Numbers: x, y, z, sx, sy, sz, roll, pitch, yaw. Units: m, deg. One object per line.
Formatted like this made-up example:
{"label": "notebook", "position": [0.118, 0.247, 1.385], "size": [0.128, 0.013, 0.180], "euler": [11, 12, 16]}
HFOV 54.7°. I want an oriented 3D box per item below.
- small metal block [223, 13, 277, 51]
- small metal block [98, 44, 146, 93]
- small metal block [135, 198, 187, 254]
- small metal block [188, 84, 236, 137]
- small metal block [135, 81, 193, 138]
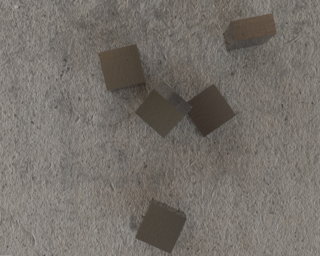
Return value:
{"label": "small metal block", "position": [0.114, -0.122, 0.398], "size": [0.050, 0.050, 0.025], "euler": [-11, 90, 0]}
{"label": "small metal block", "position": [-0.049, -0.078, 0.409], "size": [0.050, 0.025, 0.050], "euler": [-13, 90, 0]}
{"label": "small metal block", "position": [0.001, 0.129, 0.410], "size": [0.050, 0.025, 0.050], "euler": [24, 90, 0]}
{"label": "small metal block", "position": [0.063, -0.023, 0.410], "size": [0.050, 0.025, 0.050], "euler": [-35, 90, 0]}
{"label": "small metal block", "position": [0.004, -0.023, 0.396], "size": [0.050, 0.025, 0.050], "euler": [42, 132, 0]}
